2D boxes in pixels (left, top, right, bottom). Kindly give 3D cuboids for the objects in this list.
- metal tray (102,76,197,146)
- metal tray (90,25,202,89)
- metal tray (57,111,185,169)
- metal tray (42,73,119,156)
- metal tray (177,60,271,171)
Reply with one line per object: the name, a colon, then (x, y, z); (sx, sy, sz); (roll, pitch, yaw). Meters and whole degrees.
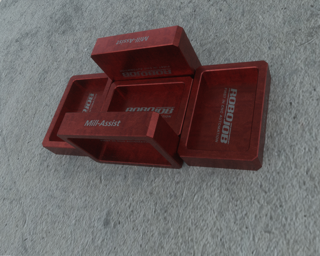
metal tray: (-0.018, -0.023, 0.424); (0.130, 0.030, 0.090); (1, 62, 28)
metal tray: (-0.017, -0.089, 0.426); (0.130, 0.090, 0.030); (0, 62, 28)
metal tray: (-0.045, 0.016, 0.374); (0.130, 0.090, 0.030); (0, 62, 28)
metal tray: (-0.116, -0.022, 0.474); (0.090, 0.030, 0.130); (1, 62, 28)
metal tray: (0.079, -0.017, 0.371); (0.090, 0.030, 0.130); (1, 62, 28)
